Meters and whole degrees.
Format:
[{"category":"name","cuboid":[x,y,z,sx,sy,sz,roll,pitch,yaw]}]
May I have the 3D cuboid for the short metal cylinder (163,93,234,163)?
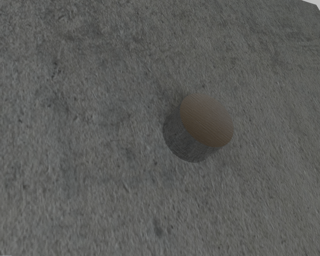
[{"category":"short metal cylinder","cuboid":[0.051,0.000,0.417,0.081,0.050,0.080,14,56,-21]}]
